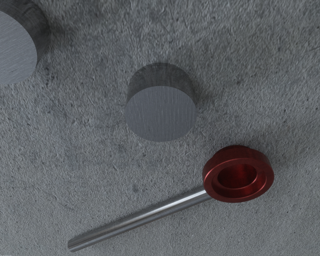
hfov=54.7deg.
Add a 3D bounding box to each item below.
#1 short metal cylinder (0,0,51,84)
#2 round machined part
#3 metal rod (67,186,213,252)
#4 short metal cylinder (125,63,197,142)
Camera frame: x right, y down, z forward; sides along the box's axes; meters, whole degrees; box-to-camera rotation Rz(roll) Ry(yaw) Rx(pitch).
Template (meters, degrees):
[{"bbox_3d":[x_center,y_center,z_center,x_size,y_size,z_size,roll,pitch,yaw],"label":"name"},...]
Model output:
[{"bbox_3d":[-0.158,-0.091,0.311,0.081,0.050,0.079,0,130,0],"label":"short metal cylinder"},{"bbox_3d":[0.111,0.063,0.452,0.099,0.042,0.097,-1,130,0],"label":"round machined part"},{"bbox_3d":[-0.044,0.163,0.545,0.300,0.025,0.025,-27,125,20],"label":"metal rod"},{"bbox_3d":[0.001,-0.030,0.366,0.081,0.050,0.079,0,130,0],"label":"short metal cylinder"}]
